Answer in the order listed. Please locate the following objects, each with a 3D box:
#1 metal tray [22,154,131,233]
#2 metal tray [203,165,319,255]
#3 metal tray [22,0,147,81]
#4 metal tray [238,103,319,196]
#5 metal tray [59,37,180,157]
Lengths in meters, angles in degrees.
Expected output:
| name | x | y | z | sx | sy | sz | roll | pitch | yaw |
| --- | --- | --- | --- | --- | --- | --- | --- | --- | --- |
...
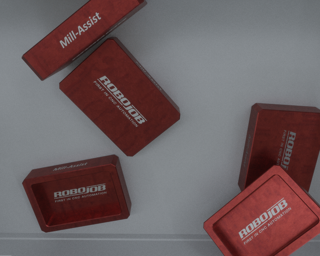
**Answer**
| name | x | y | z | sx | sy | sz | roll | pitch | yaw |
| --- | --- | --- | --- | --- | --- | --- | --- | --- | --- |
| metal tray | -0.115 | 0.094 | 0.442 | 0.131 | 0.030 | 0.089 | -11 | 110 | 4 |
| metal tray | 0.132 | 0.120 | 0.395 | 0.130 | 0.030 | 0.090 | -44 | 67 | 14 |
| metal tray | -0.076 | -0.108 | 0.335 | 0.130 | 0.090 | 0.030 | -34 | 107 | 11 |
| metal tray | 0.164 | 0.034 | 0.423 | 0.091 | 0.030 | 0.129 | 4 | 110 | -2 |
| metal tray | -0.048 | -0.037 | 0.394 | 0.090 | 0.030 | 0.130 | -39 | 106 | 13 |
